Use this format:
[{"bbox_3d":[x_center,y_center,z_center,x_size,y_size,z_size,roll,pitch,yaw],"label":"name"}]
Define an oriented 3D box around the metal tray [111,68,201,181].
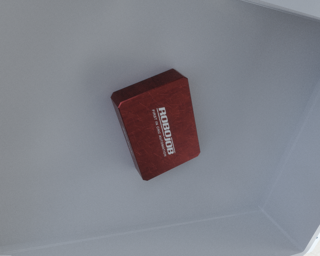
[{"bbox_3d":[-0.001,-0.001,0.404,0.091,0.030,0.129,-24,127,-13],"label":"metal tray"}]
